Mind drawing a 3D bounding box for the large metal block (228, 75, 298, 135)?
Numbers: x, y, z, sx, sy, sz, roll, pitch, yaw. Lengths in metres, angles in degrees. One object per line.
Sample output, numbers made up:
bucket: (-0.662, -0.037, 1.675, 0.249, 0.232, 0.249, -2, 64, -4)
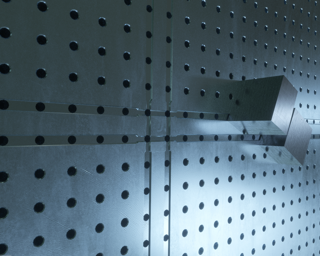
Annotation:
large metal block: (0.170, -0.036, 0.514, 0.050, 0.080, 0.080, 33, 70, -35)

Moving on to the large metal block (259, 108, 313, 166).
large metal block: (0.242, 0.017, 0.594, 0.080, 0.050, 0.080, 37, 68, -34)
